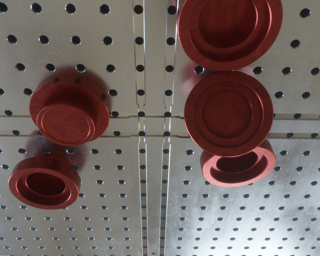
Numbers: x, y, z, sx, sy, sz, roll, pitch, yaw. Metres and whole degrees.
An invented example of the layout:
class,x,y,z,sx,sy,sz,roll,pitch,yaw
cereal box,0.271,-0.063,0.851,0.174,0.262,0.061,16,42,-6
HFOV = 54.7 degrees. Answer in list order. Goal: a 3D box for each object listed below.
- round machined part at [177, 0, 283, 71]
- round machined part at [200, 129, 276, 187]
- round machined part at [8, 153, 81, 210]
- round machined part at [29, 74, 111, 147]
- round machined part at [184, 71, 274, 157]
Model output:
class,x,y,z,sx,sy,sz,roll,pitch,yaw
round machined part,0.066,-0.109,0.308,0.099,0.042,0.097,-1,130,0
round machined part,0.104,0.038,0.429,0.099,0.042,0.097,-3,138,-2
round machined part,-0.168,0.076,0.463,0.099,0.042,0.097,-1,130,0
round machined part,-0.113,-0.015,0.386,0.099,0.042,0.097,-1,130,0
round machined part,0.079,-0.017,0.367,0.098,0.042,0.097,0,93,9
